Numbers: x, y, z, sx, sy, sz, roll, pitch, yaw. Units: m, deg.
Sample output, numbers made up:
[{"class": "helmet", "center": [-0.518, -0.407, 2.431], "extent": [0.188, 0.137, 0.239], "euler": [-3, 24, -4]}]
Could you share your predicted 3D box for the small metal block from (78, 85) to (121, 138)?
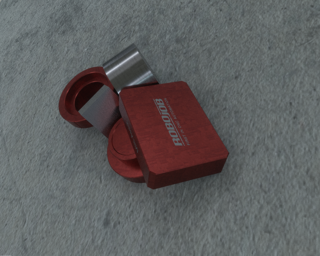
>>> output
[{"class": "small metal block", "center": [-0.071, -0.022, 0.415], "extent": [0.050, 0.050, 0.025], "euler": [-47, 27, -6]}]

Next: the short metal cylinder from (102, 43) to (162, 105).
[{"class": "short metal cylinder", "center": [-0.035, -0.070, 0.431], "extent": [0.050, 0.080, 0.080], "euler": [-33, 52, 7]}]

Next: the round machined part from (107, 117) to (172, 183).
[{"class": "round machined part", "center": [-0.026, 0.017, 0.396], "extent": [0.098, 0.042, 0.098], "euler": [-13, 56, 20]}]

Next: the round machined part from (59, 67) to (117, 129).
[{"class": "round machined part", "center": [-0.100, -0.042, 0.471], "extent": [0.098, 0.042, 0.098], "euler": [-13, 56, 20]}]

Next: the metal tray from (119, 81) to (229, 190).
[{"class": "metal tray", "center": [0.011, 0.001, 0.366], "extent": [0.091, 0.030, 0.130], "euler": [-11, 50, -17]}]
